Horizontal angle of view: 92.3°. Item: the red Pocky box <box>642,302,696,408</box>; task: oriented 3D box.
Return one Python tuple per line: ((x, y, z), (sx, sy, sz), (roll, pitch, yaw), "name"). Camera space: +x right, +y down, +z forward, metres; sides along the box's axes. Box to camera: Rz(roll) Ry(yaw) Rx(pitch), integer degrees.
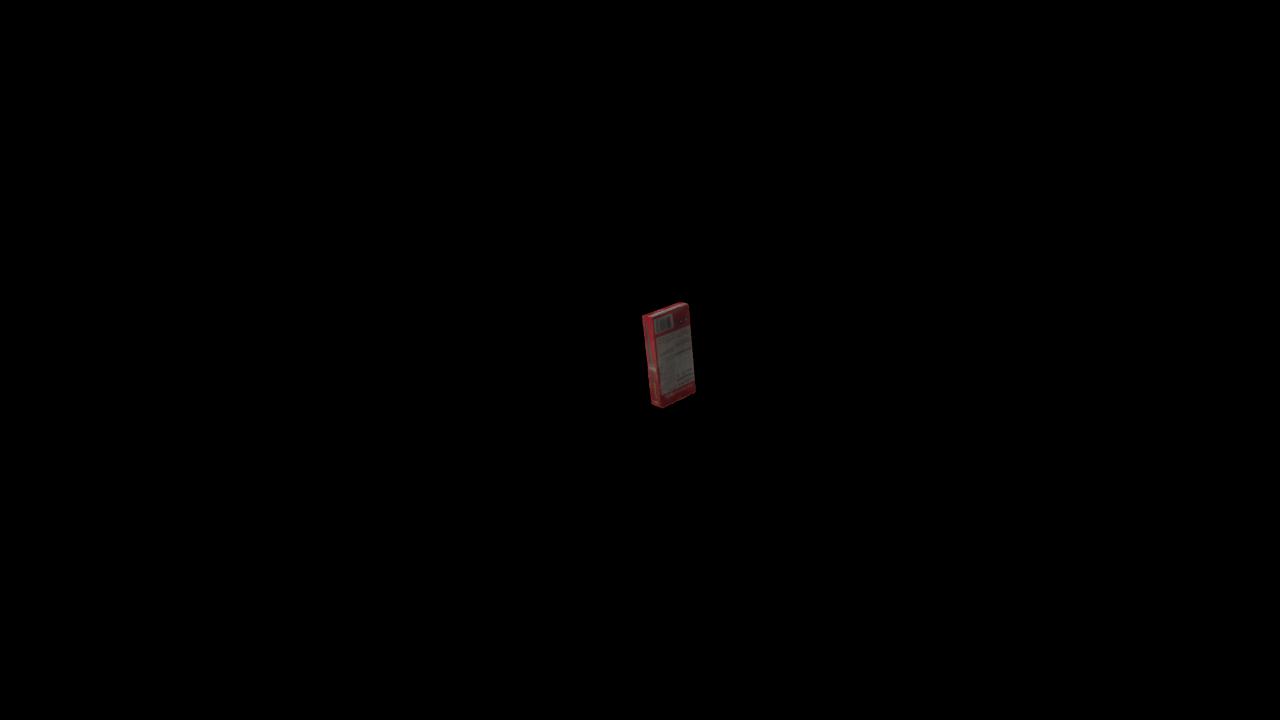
((0.047, -0.008, 0.981), (0.083, 0.155, 0.028), (-23, 26, -37), "red Pocky box")
